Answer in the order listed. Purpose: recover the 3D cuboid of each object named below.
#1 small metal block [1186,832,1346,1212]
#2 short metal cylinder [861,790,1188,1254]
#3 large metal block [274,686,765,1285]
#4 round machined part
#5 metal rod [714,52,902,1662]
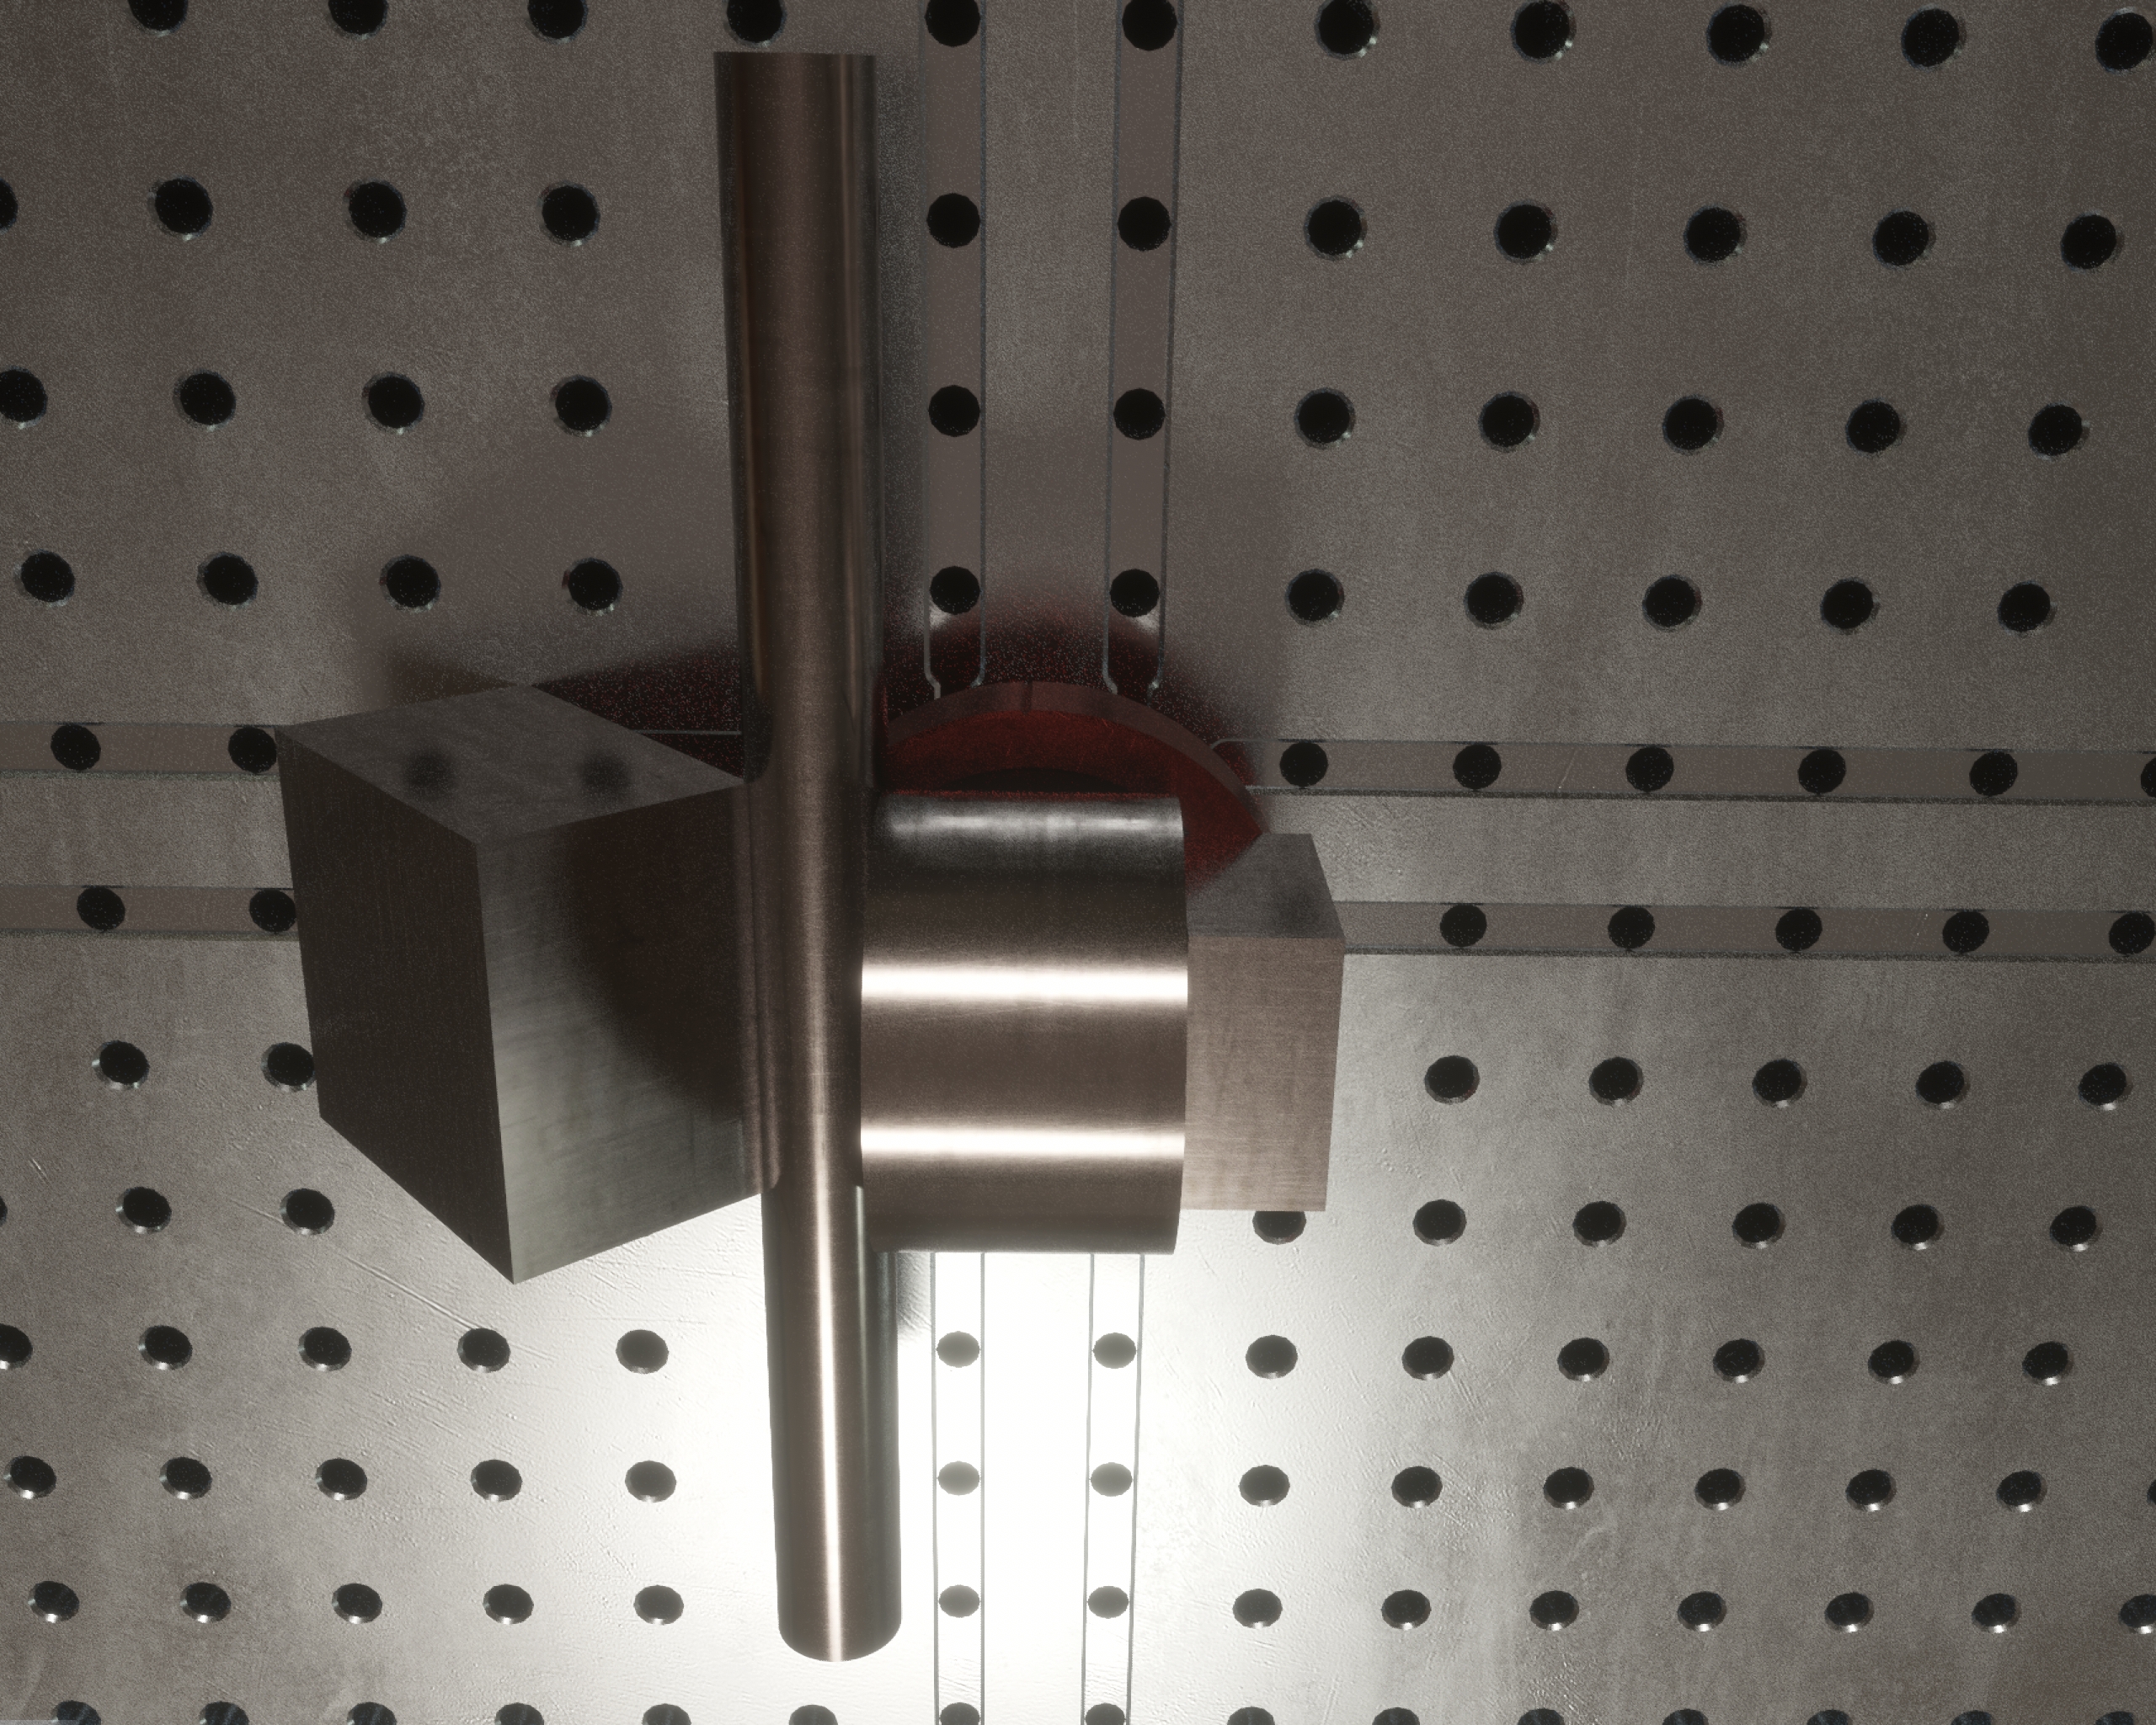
[{"bbox_3d":[0.030,0.027,0.365,0.025,0.050,0.050,1,110,-1],"label":"small metal block"},{"bbox_3d":[-0.009,0.027,0.362,0.050,0.080,0.079,1,110,-1],"label":"short metal cylinder"},{"bbox_3d":[-0.102,0.018,0.383,0.050,0.080,0.079,-16,116,-39],"label":"large metal block"},{"bbox_3d":[-0.008,0.011,0.407,0.099,0.042,0.097,0,110,-1],"label":"round machined part"},{"bbox_3d":[-0.046,0.015,0.374,0.025,0.025,0.298,1,110,-1],"label":"metal rod"}]
